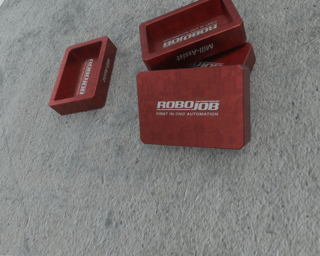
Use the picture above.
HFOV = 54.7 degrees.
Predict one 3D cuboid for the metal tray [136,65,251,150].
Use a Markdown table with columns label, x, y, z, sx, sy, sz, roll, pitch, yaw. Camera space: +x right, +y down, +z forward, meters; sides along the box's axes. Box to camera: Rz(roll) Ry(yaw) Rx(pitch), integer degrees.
| label | x | y | z | sx | sy | sz | roll | pitch | yaw |
| --- | --- | --- | --- | --- | --- | --- | --- | --- | --- |
| metal tray | 0.037 | -0.025 | 0.365 | 0.130 | 0.030 | 0.089 | 2 | 100 | 29 |

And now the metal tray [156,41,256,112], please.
| label | x | y | z | sx | sy | sz | roll | pitch | yaw |
| --- | --- | --- | --- | --- | --- | --- | --- | --- | --- |
| metal tray | 0.051 | -0.075 | 0.420 | 0.130 | 0.030 | 0.090 | 14 | 69 | 33 |

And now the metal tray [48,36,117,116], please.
| label | x | y | z | sx | sy | sz | roll | pitch | yaw |
| --- | --- | --- | --- | --- | --- | --- | --- | --- | --- |
| metal tray | -0.128 | -0.089 | 0.522 | 0.090 | 0.030 | 0.130 | -8 | 58 | 24 |

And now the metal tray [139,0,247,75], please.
| label | x | y | z | sx | sy | sz | roll | pitch | yaw |
| --- | --- | --- | --- | --- | --- | --- | --- | --- | --- |
| metal tray | 0.039 | -0.129 | 0.418 | 0.130 | 0.030 | 0.090 | -18 | 48 | 11 |
